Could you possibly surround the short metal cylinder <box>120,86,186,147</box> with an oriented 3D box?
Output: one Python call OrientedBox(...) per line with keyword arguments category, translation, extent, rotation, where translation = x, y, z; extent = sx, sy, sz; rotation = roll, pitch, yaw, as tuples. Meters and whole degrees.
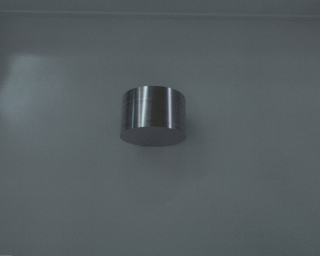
OrientedBox(category="short metal cylinder", translation=(-0.008, -0.012, 0.385), extent=(0.081, 0.080, 0.050), rotation=(1, 70, 0))
